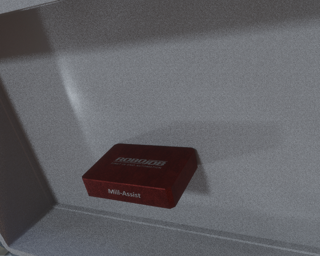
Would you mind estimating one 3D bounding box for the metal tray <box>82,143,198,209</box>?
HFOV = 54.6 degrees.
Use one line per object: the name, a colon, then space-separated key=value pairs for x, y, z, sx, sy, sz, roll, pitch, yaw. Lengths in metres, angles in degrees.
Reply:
metal tray: x=-0.026 y=0.059 z=0.417 sx=0.130 sy=0.090 sz=0.030 roll=2 pitch=119 yaw=27
